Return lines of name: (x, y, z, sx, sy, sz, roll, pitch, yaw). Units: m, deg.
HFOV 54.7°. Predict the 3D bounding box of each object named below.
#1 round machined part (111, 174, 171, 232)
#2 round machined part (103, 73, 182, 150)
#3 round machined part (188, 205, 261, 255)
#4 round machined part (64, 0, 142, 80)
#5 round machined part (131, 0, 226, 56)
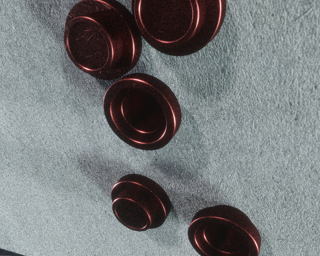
round machined part: (-0.036, 0.124, 0.492, 0.098, 0.042, 0.097, 13, 124, 21)
round machined part: (-0.018, -0.024, 0.391, 0.098, 0.042, 0.097, 13, 124, 21)
round machined part: (0.093, 0.148, 0.439, 0.098, 0.042, 0.097, 13, 124, 21)
round machined part: (-0.075, -0.103, 0.372, 0.098, 0.042, 0.097, 13, 124, 21)
round machined part: (0.013, -0.120, 0.314, 0.098, 0.042, 0.097, 13, 124, 21)
